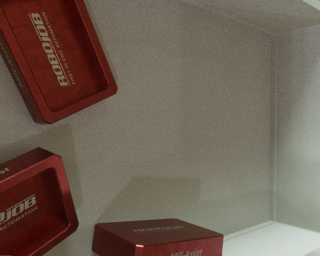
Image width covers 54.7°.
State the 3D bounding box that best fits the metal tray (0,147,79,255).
[{"bbox_3d":[-0.138,0.084,0.263,0.131,0.030,0.089,-30,124,-43],"label":"metal tray"}]

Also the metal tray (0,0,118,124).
[{"bbox_3d":[-0.107,-0.079,0.313,0.091,0.030,0.129,-32,110,-35],"label":"metal tray"}]

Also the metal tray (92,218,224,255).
[{"bbox_3d":[0.000,0.134,0.363,0.131,0.090,0.030,10,84,-40],"label":"metal tray"}]
